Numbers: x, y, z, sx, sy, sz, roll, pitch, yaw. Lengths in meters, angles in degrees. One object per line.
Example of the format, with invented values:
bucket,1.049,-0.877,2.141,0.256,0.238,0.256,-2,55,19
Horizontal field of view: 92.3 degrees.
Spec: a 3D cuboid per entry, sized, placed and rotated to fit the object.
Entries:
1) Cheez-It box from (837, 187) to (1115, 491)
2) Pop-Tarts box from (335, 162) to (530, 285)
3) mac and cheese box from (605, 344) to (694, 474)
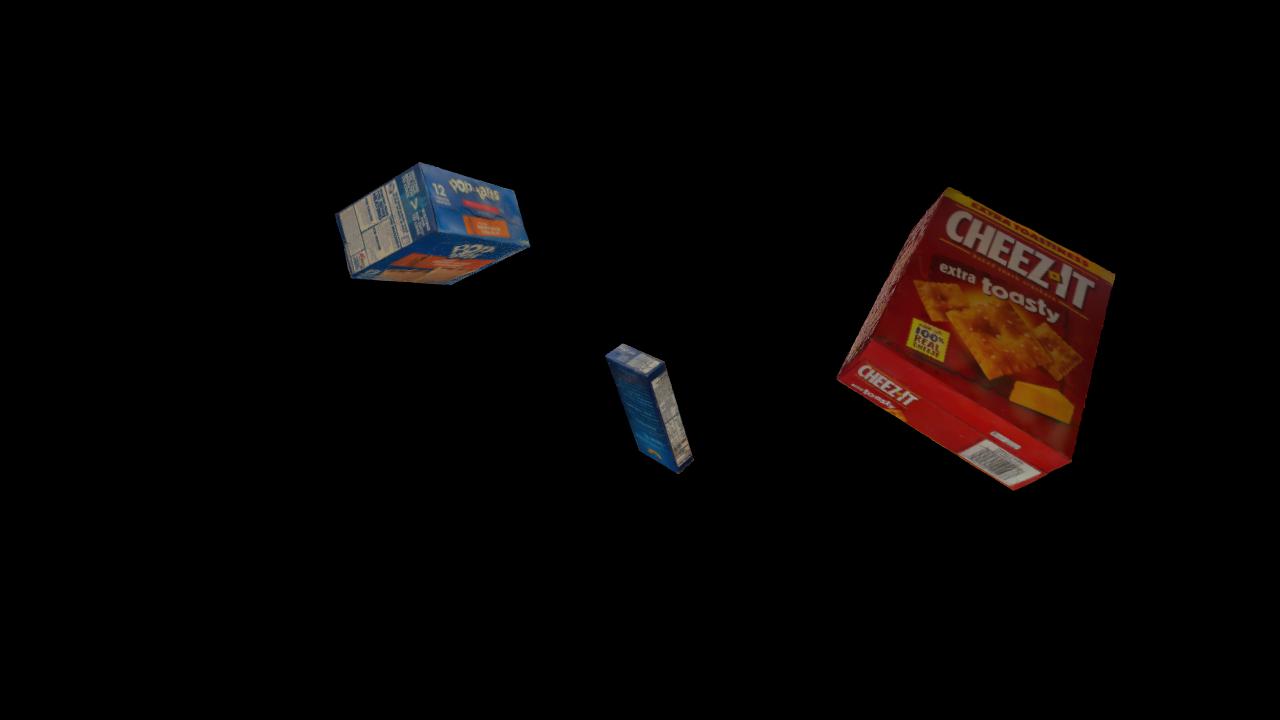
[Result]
Cheez-It box,0.289,-0.029,0.522,0.166,0.223,0.071,33,-31,8
Pop-Tarts box,-0.243,-0.154,0.739,0.141,0.083,0.167,-20,-4,24
mac and cheese box,0.015,0.071,0.879,0.041,0.184,0.093,-37,38,-27
